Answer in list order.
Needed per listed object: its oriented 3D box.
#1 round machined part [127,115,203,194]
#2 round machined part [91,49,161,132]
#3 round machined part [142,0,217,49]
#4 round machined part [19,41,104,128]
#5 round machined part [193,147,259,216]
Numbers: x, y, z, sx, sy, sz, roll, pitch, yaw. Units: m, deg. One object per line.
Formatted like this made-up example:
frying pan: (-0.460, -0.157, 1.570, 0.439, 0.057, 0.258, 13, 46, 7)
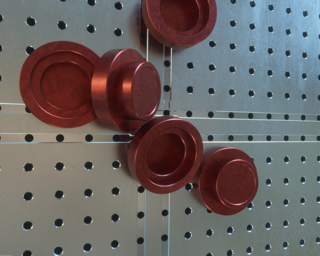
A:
round machined part: (0.003, 0.031, 0.397, 0.099, 0.042, 0.097, -9, 109, -28)
round machined part: (-0.032, -0.043, 0.364, 0.099, 0.042, 0.097, -19, 111, -61)
round machined part: (0.023, -0.154, 0.413, 0.099, 0.042, 0.097, 0, 90, -21)
round machined part: (-0.110, -0.049, 0.363, 0.099, 0.042, 0.097, 0, 90, -20)
round machined part: (0.100, 0.077, 0.442, 0.099, 0.042, 0.097, 0, 90, -21)
